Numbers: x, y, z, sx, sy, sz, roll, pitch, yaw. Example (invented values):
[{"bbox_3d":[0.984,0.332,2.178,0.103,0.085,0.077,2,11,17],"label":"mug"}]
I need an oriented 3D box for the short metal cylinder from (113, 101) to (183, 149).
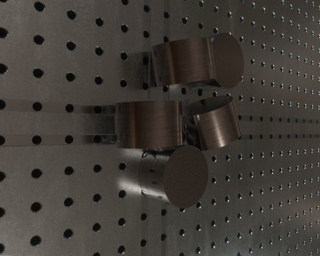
[{"bbox_3d":[-0.014,-0.005,0.364,0.081,0.080,0.050,-4,93,-40],"label":"short metal cylinder"}]

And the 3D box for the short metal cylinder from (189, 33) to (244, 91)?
[{"bbox_3d":[0.081,-0.097,0.463,0.081,0.050,0.079,0,90,-40],"label":"short metal cylinder"}]

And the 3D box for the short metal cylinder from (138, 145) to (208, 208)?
[{"bbox_3d":[0.018,0.061,0.411,0.081,0.050,0.079,0,90,-40],"label":"short metal cylinder"}]

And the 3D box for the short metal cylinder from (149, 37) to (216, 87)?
[{"bbox_3d":[0.030,-0.083,0.400,0.081,0.080,0.050,-14,99,-39],"label":"short metal cylinder"}]

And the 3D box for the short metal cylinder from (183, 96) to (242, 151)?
[{"bbox_3d":[0.068,-0.008,0.433,0.081,0.080,0.050,-30,109,-36],"label":"short metal cylinder"}]
